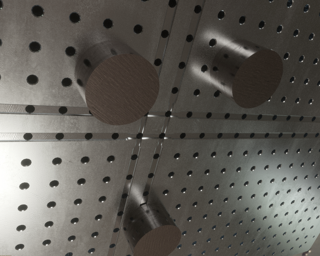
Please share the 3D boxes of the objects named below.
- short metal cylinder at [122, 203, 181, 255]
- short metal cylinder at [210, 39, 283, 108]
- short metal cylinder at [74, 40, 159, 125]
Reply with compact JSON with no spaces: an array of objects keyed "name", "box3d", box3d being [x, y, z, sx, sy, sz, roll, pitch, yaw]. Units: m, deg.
[{"name":"short metal cylinder","box3d":[-0.014,0.167,0.493,0.081,0.050,0.079,-14,125,-21]},{"name":"short metal cylinder","box3d":[0.115,-0.073,0.415,0.081,0.050,0.079,-14,125,-21]},{"name":"short metal cylinder","box3d":[-0.048,-0.050,0.339,0.081,0.050,0.079,-14,125,-21]}]
